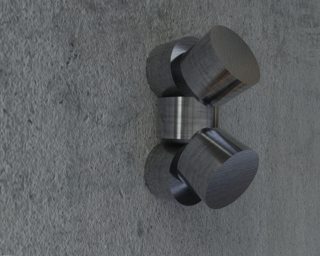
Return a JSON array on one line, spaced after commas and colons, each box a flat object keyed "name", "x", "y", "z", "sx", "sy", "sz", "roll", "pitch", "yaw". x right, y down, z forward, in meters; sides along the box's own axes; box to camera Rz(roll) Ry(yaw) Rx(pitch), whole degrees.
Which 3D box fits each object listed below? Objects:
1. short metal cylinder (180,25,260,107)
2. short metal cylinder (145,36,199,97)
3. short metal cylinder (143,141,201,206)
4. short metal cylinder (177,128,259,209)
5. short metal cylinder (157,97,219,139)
[{"name": "short metal cylinder", "x": 0.071, "y": -0.072, "z": 0.365, "sx": 0.080, "sy": 0.050, "sz": 0.080, "roll": 21, "pitch": 52, "yaw": -30}, {"name": "short metal cylinder", "x": 0.027, "y": -0.077, "z": 0.413, "sx": 0.081, "sy": 0.050, "sz": 0.080, "roll": 0, "pitch": 90, "yaw": -40}, {"name": "short metal cylinder", "x": 0.025, "y": 0.058, "z": 0.411, "sx": 0.081, "sy": 0.050, "sz": 0.080, "roll": 0, "pitch": 90, "yaw": -40}, {"name": "short metal cylinder", "x": 0.068, "y": 0.046, "z": 0.360, "sx": 0.081, "sy": 0.050, "sz": 0.079, "roll": -21, "pitch": 129, "yaw": -27}, {"name": "short metal cylinder", "x": 0.036, "y": -0.011, "z": 0.401, "sx": 0.081, "sy": 0.080, "sz": 0.050, "roll": 2, "pitch": 89, "yaw": -40}]
